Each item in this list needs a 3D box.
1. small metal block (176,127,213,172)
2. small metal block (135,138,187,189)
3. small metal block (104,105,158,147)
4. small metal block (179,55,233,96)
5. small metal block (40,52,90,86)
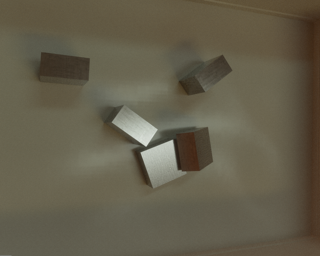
[{"bbox_3d":[0.047,0.027,0.415,0.050,0.025,0.050,-15,97,-60],"label":"small metal block"},{"bbox_3d":[0.001,0.046,0.412,0.050,0.025,0.050,-21,97,-19],"label":"small metal block"},{"bbox_3d":[-0.037,-0.002,0.384,0.050,0.050,0.025,37,78,-17],"label":"small metal block"},{"bbox_3d":[0.061,-0.071,0.421,0.050,0.050,0.025,-38,103,-16],"label":"small metal block"},{"bbox_3d":[-0.110,-0.066,0.357,0.050,0.050,0.025,3,89,-20],"label":"small metal block"}]
